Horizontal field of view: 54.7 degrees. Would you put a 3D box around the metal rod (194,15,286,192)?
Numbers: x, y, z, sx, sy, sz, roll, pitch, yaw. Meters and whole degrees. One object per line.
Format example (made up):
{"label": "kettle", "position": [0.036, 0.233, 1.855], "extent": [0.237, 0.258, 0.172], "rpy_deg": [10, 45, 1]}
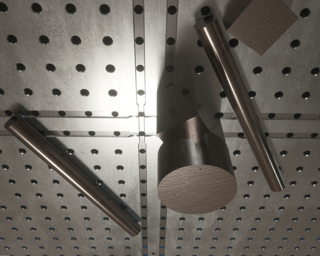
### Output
{"label": "metal rod", "position": [0.116, -0.009, 0.405], "extent": [0.025, 0.025, 0.299], "rpy_deg": [-22, 127, 17]}

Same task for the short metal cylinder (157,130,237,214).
{"label": "short metal cylinder", "position": [0.038, 0.048, 0.332], "extent": [0.081, 0.050, 0.079], "rpy_deg": [0, 130, 0]}

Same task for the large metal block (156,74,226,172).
{"label": "large metal block", "position": [0.039, -0.003, 0.374], "extent": [0.050, 0.080, 0.080], "rpy_deg": [-25, 126, 20]}

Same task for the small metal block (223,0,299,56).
{"label": "small metal block", "position": [0.102, -0.111, 0.319], "extent": [0.050, 0.025, 0.050], "rpy_deg": [27, 125, -22]}

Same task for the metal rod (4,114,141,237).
{"label": "metal rod", "position": [-0.118, 0.089, 0.486], "extent": [0.025, 0.025, 0.300], "rpy_deg": [-23, 127, 18]}
